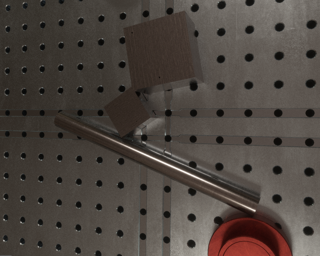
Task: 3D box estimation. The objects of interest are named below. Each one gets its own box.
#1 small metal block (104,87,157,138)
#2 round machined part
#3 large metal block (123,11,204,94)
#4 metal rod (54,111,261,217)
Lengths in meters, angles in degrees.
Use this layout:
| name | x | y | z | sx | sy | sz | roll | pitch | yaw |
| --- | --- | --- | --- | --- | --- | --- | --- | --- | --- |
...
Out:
| name | x | y | z | sx | sy | sz | roll | pitch | yaw |
| --- | --- | --- | --- | --- | --- | --- | --- | --- | --- |
| small metal block | -0.041 | -0.021 | 0.426 | 0.050 | 0.025 | 0.050 | -34 | 79 | 16 |
| round machined part | 0.105 | 0.155 | 0.366 | 0.098 | 0.042 | 0.097 | 0 | 90 | 19 |
| large metal block | 0.006 | -0.092 | 0.397 | 0.080 | 0.050 | 0.080 | -9 | 87 | 19 |
| metal rod | -0.017 | 0.040 | 0.417 | 0.301 | 0.025 | 0.025 | 22 | 97 | 18 |
